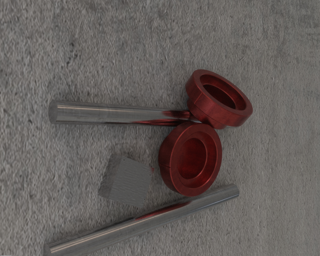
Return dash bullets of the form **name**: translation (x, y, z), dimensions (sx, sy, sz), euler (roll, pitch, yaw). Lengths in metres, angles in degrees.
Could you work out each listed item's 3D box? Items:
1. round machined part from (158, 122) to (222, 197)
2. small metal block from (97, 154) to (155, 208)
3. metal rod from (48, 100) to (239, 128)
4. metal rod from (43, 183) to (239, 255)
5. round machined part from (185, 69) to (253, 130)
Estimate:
- **round machined part**: translation (0.036, 0.040, 0.420), dimensions (0.099, 0.042, 0.097), euler (-7, 101, -39)
- **small metal block**: translation (-0.040, 0.064, 0.371), dimensions (0.050, 0.025, 0.050), euler (27, 73, -37)
- **metal rod**: translation (0.008, -0.014, 0.410), dimensions (0.302, 0.025, 0.025), euler (1, 90, -40)
- **metal rod**: translation (0.003, 0.115, 0.407), dimensions (0.302, 0.025, 0.025), euler (-6, 94, -40)
- **round machined part**: translation (0.077, -0.036, 0.436), dimensions (0.099, 0.042, 0.098), euler (23, 35, -17)
